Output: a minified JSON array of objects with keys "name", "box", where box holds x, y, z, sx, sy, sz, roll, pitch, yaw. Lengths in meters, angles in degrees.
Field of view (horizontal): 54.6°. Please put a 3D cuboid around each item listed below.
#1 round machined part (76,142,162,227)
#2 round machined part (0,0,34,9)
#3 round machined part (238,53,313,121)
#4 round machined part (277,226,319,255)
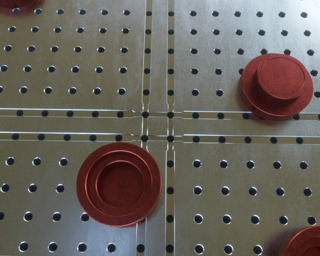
[{"name":"round machined part","box":[-0.047,0.070,0.377,0.099,0.042,0.098,0,70,0]},{"name":"round machined part","box":[-0.240,-0.242,0.490,0.099,0.042,0.098,0,70,0]},{"name":"round machined part","box":[0.162,-0.062,0.426,0.099,0.042,0.098,0,70,0]},{"name":"round machined part","box":[0.178,0.161,0.345,0.099,0.042,0.098,0,70,0]}]
